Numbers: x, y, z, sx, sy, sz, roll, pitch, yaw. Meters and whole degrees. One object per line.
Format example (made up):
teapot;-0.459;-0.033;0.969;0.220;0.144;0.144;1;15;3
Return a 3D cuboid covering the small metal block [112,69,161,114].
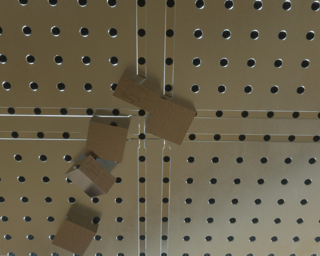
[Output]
small metal block;-0.027;-0.047;0.383;0.050;0.050;0.025;25;108;-9

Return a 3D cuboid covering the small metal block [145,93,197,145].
small metal block;0.014;-0.012;0.409;0.050;0.025;0.050;22;108;-8

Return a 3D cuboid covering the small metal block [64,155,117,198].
small metal block;-0.095;0.067;0.423;0.050;0.025;0.050;46;142;-15

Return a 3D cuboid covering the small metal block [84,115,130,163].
small metal block;-0.071;0.015;0.418;0.050;0.025;0.050;12;110;-5

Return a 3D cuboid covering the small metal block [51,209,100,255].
small metal block;-0.128;0.159;0.470;0.050;0.025;0.050;28;107;-10
